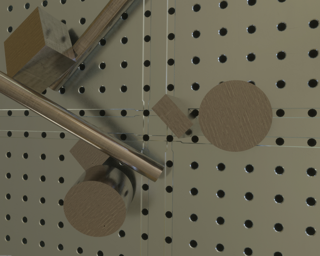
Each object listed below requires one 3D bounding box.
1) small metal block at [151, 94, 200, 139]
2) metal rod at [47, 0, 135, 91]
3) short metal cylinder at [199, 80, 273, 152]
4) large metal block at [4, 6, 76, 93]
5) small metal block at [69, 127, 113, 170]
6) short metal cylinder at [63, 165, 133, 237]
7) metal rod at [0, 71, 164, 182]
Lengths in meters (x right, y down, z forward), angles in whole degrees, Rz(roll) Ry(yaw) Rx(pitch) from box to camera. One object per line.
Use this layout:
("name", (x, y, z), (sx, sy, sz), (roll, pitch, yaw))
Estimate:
("small metal block", (0.023, -0.014, 0.391), (0.025, 0.050, 0.050), (-45, 76, 15))
("metal rod", (-0.062, -0.167, 0.434), (0.299, 0.025, 0.025), (-45, 76, 14))
("short metal cylinder", (0.091, -0.013, 0.367), (0.080, 0.050, 0.080), (0, 90, 20))
("large metal block", (-0.174, -0.109, 0.444), (0.080, 0.050, 0.080), (-34, 58, 21))
("small metal block", (-0.093, 0.034, 0.445), (0.050, 0.025, 0.050), (-46, 76, 14))
("short metal cylinder", (-0.080, 0.096, 0.414), (0.080, 0.050, 0.079), (1, 106, 5))
("metal rod", (-0.130, -0.014, 0.409), (0.301, 0.025, 0.025), (30, 101, -2))
